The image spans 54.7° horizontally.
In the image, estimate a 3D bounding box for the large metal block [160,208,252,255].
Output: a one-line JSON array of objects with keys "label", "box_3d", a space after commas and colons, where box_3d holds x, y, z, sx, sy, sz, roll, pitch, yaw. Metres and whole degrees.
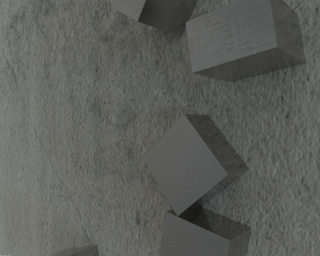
[{"label": "large metal block", "box_3d": [0.048, 0.140, 0.348, 0.080, 0.050, 0.079, 14, 99, 39]}]

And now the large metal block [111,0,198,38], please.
[{"label": "large metal block", "box_3d": [0.001, -0.163, 0.366, 0.050, 0.081, 0.079, 38, 113, 33]}]

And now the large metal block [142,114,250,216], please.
[{"label": "large metal block", "box_3d": [0.039, 0.041, 0.355, 0.080, 0.050, 0.080, -48, 62, 29]}]

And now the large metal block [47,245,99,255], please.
[{"label": "large metal block", "box_3d": [-0.138, 0.240, 0.500, 0.080, 0.050, 0.080, -22, 76, 37]}]

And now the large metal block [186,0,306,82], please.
[{"label": "large metal block", "box_3d": [0.084, -0.082, 0.299, 0.080, 0.081, 0.050, -11, 83, 39]}]
